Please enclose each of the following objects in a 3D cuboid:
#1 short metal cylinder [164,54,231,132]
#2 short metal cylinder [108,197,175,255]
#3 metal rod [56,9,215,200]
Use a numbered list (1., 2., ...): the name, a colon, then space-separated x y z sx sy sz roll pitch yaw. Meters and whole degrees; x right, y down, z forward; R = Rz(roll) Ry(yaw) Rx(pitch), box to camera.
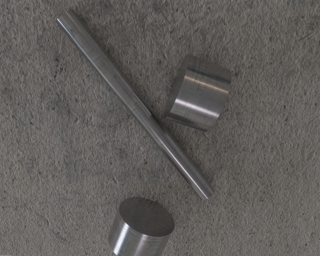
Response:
1. short metal cylinder: 0.042 -0.041 0.366 0.050 0.080 0.079 20 109 -7
2. short metal cylinder: -0.026 0.142 0.432 0.080 0.080 0.050 19 109 -7
3. metal rod: -0.022 -0.018 0.402 0.025 0.025 0.300 -35 107 12
